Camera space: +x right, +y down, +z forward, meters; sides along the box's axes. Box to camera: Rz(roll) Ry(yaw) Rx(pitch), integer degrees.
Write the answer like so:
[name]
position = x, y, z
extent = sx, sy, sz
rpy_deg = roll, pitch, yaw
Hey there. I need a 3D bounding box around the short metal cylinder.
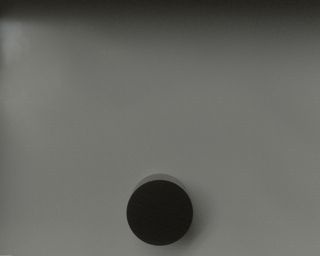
[short metal cylinder]
position = 0.000, 0.102, 0.399
extent = 0.080, 0.050, 0.080
rpy_deg = 0, 90, 0
